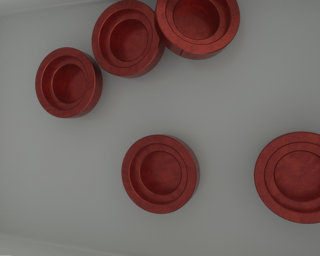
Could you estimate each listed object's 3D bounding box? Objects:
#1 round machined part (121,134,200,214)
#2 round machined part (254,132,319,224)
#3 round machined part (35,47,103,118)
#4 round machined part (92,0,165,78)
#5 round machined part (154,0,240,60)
[{"bbox_3d":[0.004,0.057,0.399,0.098,0.042,0.097,0,90,19],"label":"round machined part"},{"bbox_3d":[0.158,0.052,0.346,0.098,0.042,0.097,0,90,19],"label":"round machined part"},{"bbox_3d":[-0.125,-0.062,0.444,0.098,0.042,0.097,0,90,19],"label":"round machined part"},{"bbox_3d":[-0.038,-0.115,0.413,0.098,0.042,0.097,0,90,20],"label":"round machined part"},{"bbox_3d":[0.042,-0.128,0.373,0.099,0.042,0.097,1,82,-8],"label":"round machined part"}]
